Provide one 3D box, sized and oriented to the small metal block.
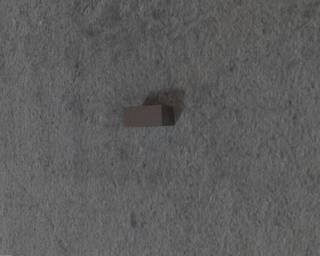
[{"bbox_3d":[-0.013,-0.015,0.400,0.050,0.050,0.025,-2,90,19],"label":"small metal block"}]
